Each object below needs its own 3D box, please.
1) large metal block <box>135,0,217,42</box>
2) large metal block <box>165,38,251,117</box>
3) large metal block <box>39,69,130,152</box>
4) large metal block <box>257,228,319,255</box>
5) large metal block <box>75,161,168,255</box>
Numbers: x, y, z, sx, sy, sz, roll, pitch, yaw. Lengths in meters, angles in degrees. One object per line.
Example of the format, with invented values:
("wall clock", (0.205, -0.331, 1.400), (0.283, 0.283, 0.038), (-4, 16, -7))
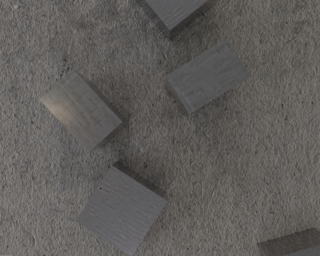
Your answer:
("large metal block", (0.018, -0.173, 0.397), (0.080, 0.050, 0.080), (-39, 90, 0))
("large metal block", (0.053, -0.058, 0.383), (0.080, 0.080, 0.050), (-32, 90, 0))
("large metal block", (-0.087, -0.019, 0.382), (0.050, 0.080, 0.080), (-43, 90, 0))
("large metal block", (0.182, 0.186, 0.399), (0.080, 0.050, 0.080), (-16, 90, 0))
("large metal block", (-0.046, 0.100, 0.397), (0.080, 0.050, 0.080), (33, 90, 0))
